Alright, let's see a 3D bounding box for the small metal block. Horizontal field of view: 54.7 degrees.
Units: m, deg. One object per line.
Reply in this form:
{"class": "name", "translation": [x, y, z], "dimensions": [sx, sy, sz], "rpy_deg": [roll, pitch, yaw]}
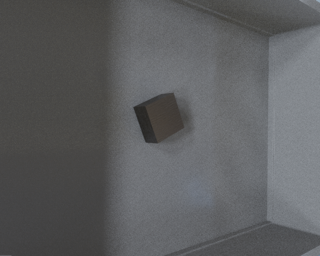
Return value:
{"class": "small metal block", "translation": [-0.001, -0.013, 0.404], "dimensions": [0.050, 0.025, 0.050], "rpy_deg": [-30, 109, -36]}
